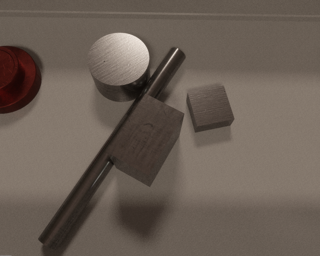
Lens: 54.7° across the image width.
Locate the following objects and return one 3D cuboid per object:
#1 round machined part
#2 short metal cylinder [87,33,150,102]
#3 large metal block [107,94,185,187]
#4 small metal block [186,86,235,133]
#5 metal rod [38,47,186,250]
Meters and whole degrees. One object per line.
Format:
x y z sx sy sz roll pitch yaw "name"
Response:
-0.219 -0.072 0.424 0.099 0.042 0.098 0 70 -1 "round machined part"
-0.054 -0.082 0.426 0.081 0.050 0.080 0 70 0 "short metal cylinder"
-0.015 0.018 0.374 0.050 0.080 0.080 28 72 9 "large metal block"
0.067 -0.025 0.420 0.050 0.025 0.050 -11 71 -5 "small metal block"
-0.052 0.014 0.402 0.025 0.025 0.300 30 73 10 "metal rod"
